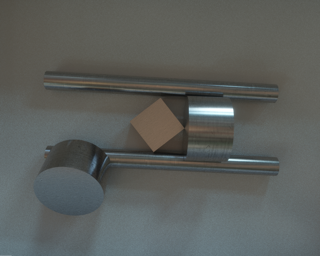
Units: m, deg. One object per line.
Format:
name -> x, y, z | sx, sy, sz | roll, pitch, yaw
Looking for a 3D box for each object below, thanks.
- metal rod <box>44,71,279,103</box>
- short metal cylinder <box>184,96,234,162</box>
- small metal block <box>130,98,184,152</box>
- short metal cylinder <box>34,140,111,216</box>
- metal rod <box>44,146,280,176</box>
metal rod -> 0.002, -0.054, 0.409 | 0.302, 0.025, 0.025 | 3, 90, -1
short metal cylinder -> 0.057, 0.001, 0.383 | 0.050, 0.080, 0.079 | 2, 90, 0
small metal block -> -0.004, -0.004, 0.410 | 0.050, 0.025, 0.050 | -38, 91, 0
short metal cylinder -> -0.105, 0.061, 0.379 | 0.081, 0.050, 0.079 | 1, 124, 1
metal rod -> 0.003, 0.043, 0.409 | 0.302, 0.025, 0.025 | 3, 90, -1
